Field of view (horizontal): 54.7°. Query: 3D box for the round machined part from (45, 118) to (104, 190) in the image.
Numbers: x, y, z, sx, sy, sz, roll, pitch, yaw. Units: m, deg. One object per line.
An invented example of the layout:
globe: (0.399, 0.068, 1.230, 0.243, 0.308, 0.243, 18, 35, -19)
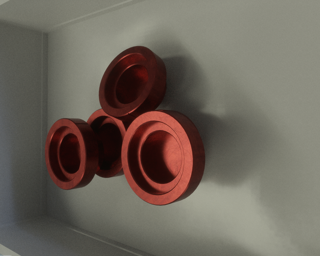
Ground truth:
round machined part: (-0.117, 0.035, 0.436, 0.098, 0.042, 0.097, 0, 90, 40)

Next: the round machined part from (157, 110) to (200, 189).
round machined part: (0.012, 0.027, 0.385, 0.098, 0.042, 0.097, 0, 90, 40)

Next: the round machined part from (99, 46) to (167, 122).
round machined part: (-0.031, -0.054, 0.407, 0.098, 0.042, 0.098, -15, 63, 33)

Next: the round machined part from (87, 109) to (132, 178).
round machined part: (-0.065, 0.021, 0.448, 0.098, 0.042, 0.097, 0, 90, 40)

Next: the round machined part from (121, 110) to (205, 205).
round machined part: (0.007, 0.030, 0.334, 0.098, 0.042, 0.097, 0, 90, 40)
